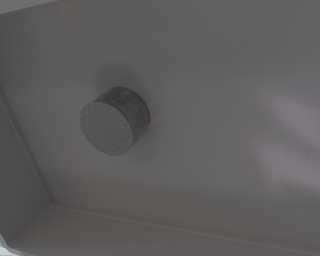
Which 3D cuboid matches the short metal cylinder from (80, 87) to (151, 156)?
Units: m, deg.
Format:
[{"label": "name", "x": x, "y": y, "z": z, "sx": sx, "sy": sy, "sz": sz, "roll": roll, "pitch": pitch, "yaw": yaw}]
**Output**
[{"label": "short metal cylinder", "x": -0.060, "y": -0.009, "z": 0.419, "sx": 0.080, "sy": 0.050, "sz": 0.080, "roll": 13, "pitch": 124, "yaw": 21}]
